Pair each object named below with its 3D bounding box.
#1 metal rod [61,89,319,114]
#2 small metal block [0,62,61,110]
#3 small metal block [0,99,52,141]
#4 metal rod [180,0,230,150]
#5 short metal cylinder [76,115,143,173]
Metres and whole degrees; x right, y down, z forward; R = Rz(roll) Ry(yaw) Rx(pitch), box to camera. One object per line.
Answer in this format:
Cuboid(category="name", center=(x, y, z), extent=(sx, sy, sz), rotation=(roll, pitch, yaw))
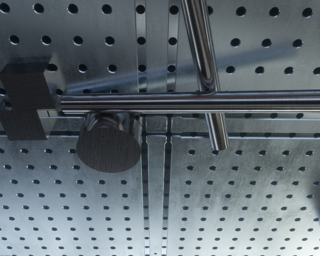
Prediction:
Cuboid(category="metal rod", center=(0.031, -0.029, 0.357), extent=(0.301, 0.025, 0.025), rotation=(0, 131, 11))
Cuboid(category="small metal block", center=(-0.153, -0.049, 0.368), extent=(0.050, 0.025, 0.050), rotation=(-2, 130, 1))
Cuboid(category="small metal block", center=(-0.174, -0.011, 0.401), extent=(0.050, 0.025, 0.050), rotation=(-1, 130, 1))
Cuboid(category="metal rod", center=(0.046, -0.088, 0.337), extent=(0.025, 0.025, 0.299), rotation=(-12, 130, 9))
Cuboid(category="short metal cylinder", center=(-0.064, 0.014, 0.406), extent=(0.081, 0.050, 0.079), rotation=(0, 130, 0))
